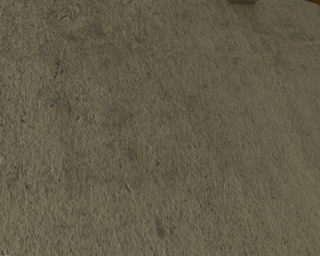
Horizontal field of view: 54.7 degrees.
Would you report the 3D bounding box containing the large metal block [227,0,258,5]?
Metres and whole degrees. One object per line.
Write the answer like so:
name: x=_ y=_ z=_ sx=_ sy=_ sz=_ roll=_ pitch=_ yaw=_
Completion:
large metal block: x=0.176 y=-0.319 z=0.677 sx=0.081 sy=0.050 sz=0.080 roll=-13 pitch=69 yaw=-34
